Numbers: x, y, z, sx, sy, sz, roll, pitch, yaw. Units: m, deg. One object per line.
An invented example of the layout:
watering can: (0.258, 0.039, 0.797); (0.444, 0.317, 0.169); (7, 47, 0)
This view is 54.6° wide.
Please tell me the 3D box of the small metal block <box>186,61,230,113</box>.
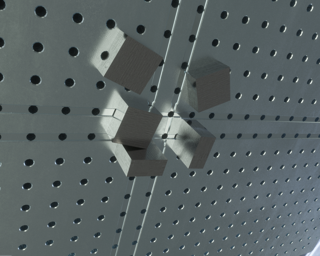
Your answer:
small metal block: (0.065, -0.055, 0.412); (0.050, 0.025, 0.050); (-21, 127, -16)

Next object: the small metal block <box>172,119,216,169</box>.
small metal block: (0.046, 0.022, 0.433); (0.025, 0.050, 0.050); (5, 116, -31)

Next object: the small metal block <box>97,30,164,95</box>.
small metal block: (-0.033, -0.072, 0.348); (0.050, 0.025, 0.050); (24, 105, -37)

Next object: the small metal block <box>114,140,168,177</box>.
small metal block: (-0.026, 0.038, 0.404); (0.050, 0.050, 0.025); (3, 117, -30)

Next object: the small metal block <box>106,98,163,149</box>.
small metal block: (-0.032, -0.005, 0.390); (0.050, 0.025, 0.050); (14, 111, -34)
